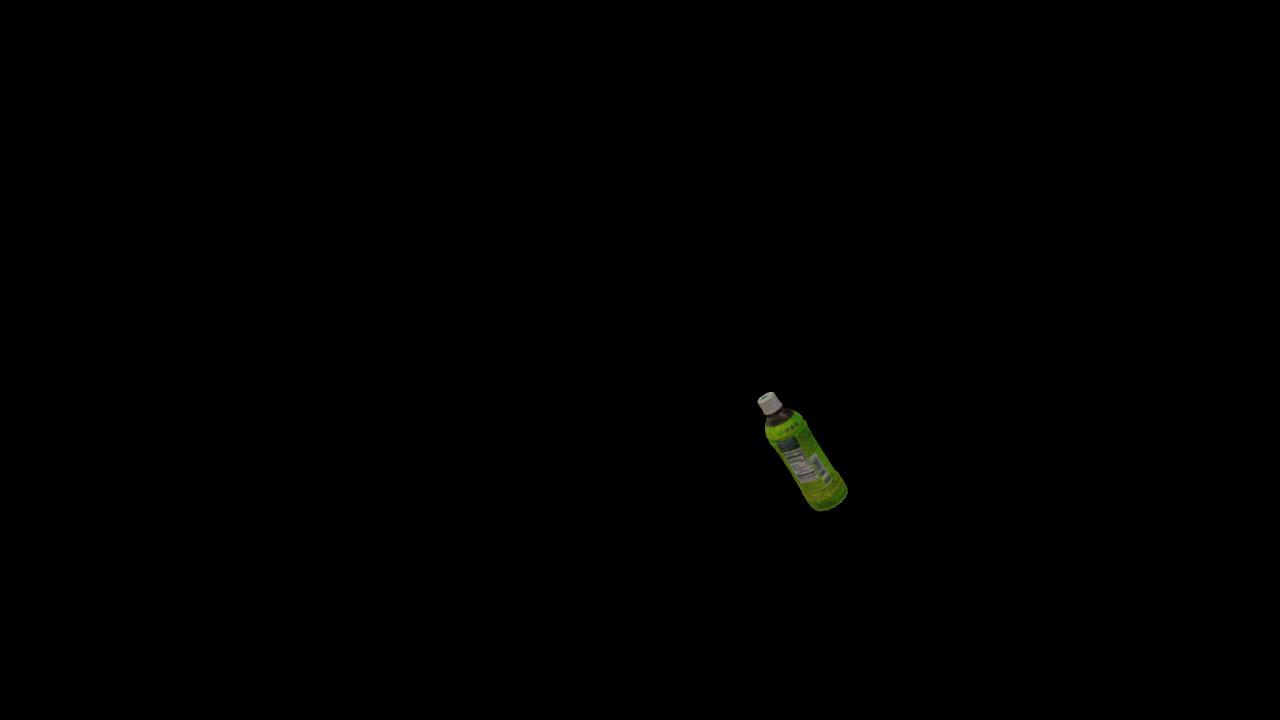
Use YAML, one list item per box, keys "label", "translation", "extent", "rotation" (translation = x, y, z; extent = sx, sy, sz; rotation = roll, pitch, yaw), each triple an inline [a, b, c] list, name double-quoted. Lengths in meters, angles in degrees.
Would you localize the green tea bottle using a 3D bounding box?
- label: "green tea bottle"
  translation: [0.257, 0.144, 0.995]
  extent: [0.073, 0.212, 0.073]
  rotation: [-31, 13, 8]
